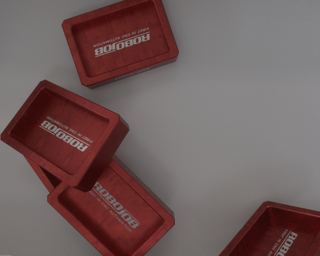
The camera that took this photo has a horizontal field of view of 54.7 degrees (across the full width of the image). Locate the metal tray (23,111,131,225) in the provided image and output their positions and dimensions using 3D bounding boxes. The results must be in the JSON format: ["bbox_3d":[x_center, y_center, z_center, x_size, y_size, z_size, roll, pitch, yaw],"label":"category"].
[{"bbox_3d":[-0.105,0.054,0.407,0.090,0.030,0.130,-35,90,0],"label":"metal tray"}]

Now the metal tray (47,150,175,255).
[{"bbox_3d":[-0.057,0.096,0.377,0.130,0.030,0.090,45,90,0],"label":"metal tray"}]

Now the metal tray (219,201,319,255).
[{"bbox_3d":[0.131,0.138,0.347,0.131,0.090,0.030,-32,112,-37],"label":"metal tray"}]

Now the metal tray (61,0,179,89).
[{"bbox_3d":[-0.050,-0.114,0.408,0.131,0.030,0.090,-18,90,0],"label":"metal tray"}]

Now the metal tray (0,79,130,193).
[{"bbox_3d":[-0.113,0.005,0.363,0.130,0.030,0.090,25,76,25],"label":"metal tray"}]
